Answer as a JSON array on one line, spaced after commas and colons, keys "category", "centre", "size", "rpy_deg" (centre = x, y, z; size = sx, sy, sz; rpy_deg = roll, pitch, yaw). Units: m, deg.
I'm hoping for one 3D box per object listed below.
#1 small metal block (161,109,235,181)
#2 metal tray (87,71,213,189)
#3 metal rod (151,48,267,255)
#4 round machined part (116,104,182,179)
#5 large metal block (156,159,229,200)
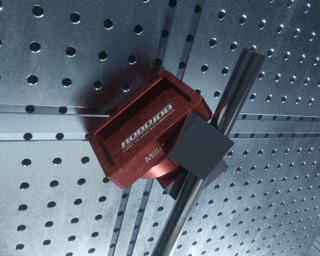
[{"category": "small metal block", "centre": [0.038, 0.018, 0.318], "size": [0.050, 0.025, 0.050], "rpy_deg": [35, 97, -20]}, {"category": "metal tray", "centre": [-0.016, -0.002, 0.360], "size": [0.130, 0.090, 0.030], "rpy_deg": [-40, 130, -2]}, {"category": "metal rod", "centre": [0.047, 0.053, 0.367], "size": [0.025, 0.025, 0.298], "rpy_deg": [7, 115, -32]}, {"category": "round machined part", "centre": [-0.002, 0.020, 0.382], "size": [0.098, 0.098, 0.042], "rpy_deg": [-41, 130, -1]}, {"category": "large metal block", "centre": [0.030, 0.043, 0.417], "size": [0.080, 0.080, 0.050], "rpy_deg": [-40, 130, -1]}]
